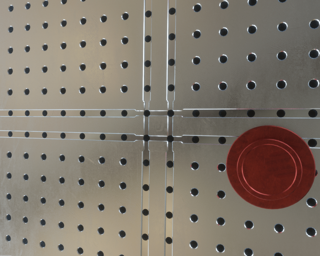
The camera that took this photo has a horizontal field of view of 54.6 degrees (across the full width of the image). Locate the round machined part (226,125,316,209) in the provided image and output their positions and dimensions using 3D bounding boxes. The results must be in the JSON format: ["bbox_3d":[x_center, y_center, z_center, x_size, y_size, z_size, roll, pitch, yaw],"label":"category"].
[{"bbox_3d":[0.126,0.046,0.359,0.098,0.042,0.097,0,90,20],"label":"round machined part"}]
